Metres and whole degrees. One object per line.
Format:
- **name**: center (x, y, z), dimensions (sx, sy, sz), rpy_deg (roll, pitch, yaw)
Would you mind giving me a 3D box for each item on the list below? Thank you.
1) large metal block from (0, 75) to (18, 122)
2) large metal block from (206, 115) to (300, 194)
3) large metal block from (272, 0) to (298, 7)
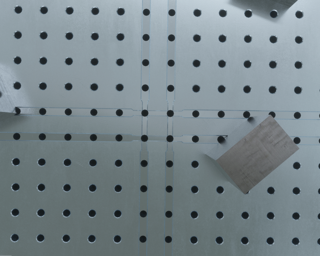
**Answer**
- **large metal block**: center (-0.248, -0.039, 0.399), dimensions (0.080, 0.050, 0.080), rpy_deg (-25, 90, 0)
- **large metal block**: center (0.109, 0.029, 0.387), dimensions (0.080, 0.080, 0.050), rpy_deg (-40, 90, 0)
- **large metal block**: center (0.156, -0.218, 0.402), dimensions (0.080, 0.050, 0.080), rpy_deg (21, 90, 0)
